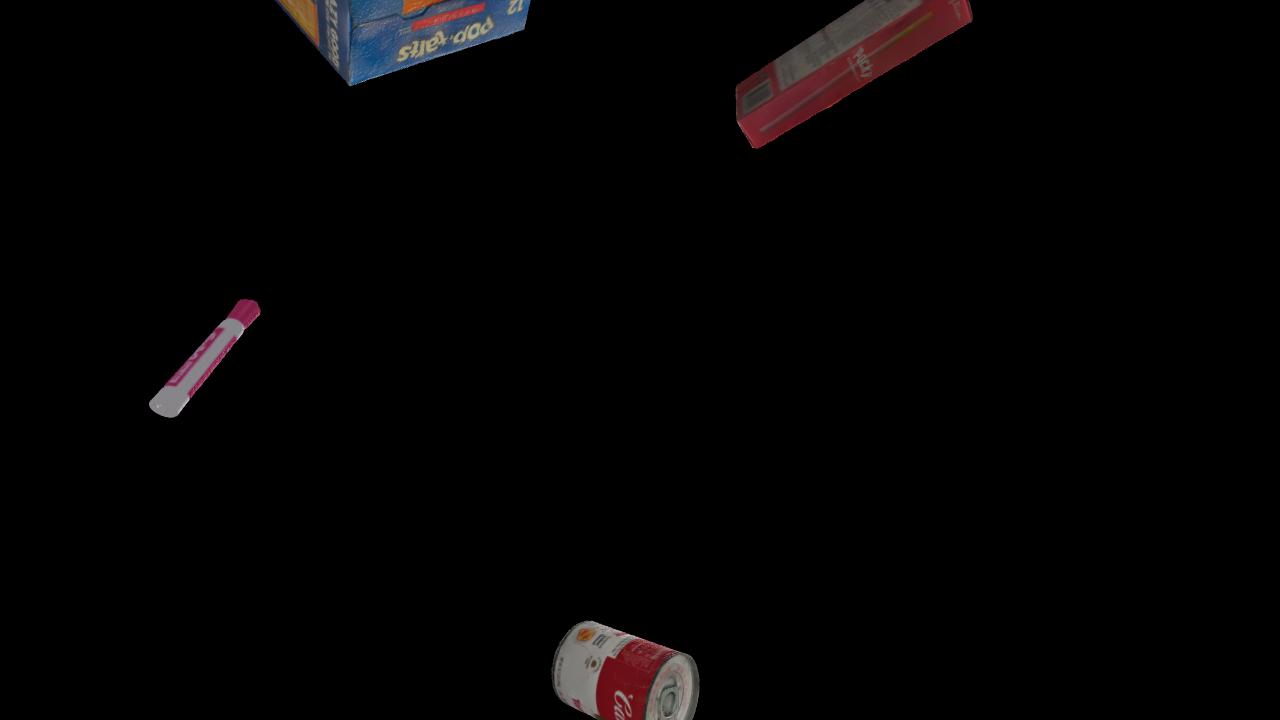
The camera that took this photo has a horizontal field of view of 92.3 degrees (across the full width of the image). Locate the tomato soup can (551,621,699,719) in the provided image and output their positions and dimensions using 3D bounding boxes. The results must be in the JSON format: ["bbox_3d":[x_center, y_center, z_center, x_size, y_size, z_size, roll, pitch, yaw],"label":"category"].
[{"bbox_3d":[-0.013,0.252,0.486,0.101,0.068,0.068,0,0,39],"label":"tomato soup can"}]

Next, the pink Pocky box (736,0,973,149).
[{"bbox_3d":[0.142,-0.215,0.437,0.155,0.029,0.084,-26,33,26],"label":"pink Pocky box"}]

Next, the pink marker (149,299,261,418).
[{"bbox_3d":[-0.333,-0.006,0.479,0.020,0.020,0.121,0,44,6],"label":"pink marker"}]

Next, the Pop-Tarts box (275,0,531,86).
[{"bbox_3d":[-0.182,-0.304,0.451,0.167,0.141,0.083,-39,-4,-32],"label":"Pop-Tarts box"}]
